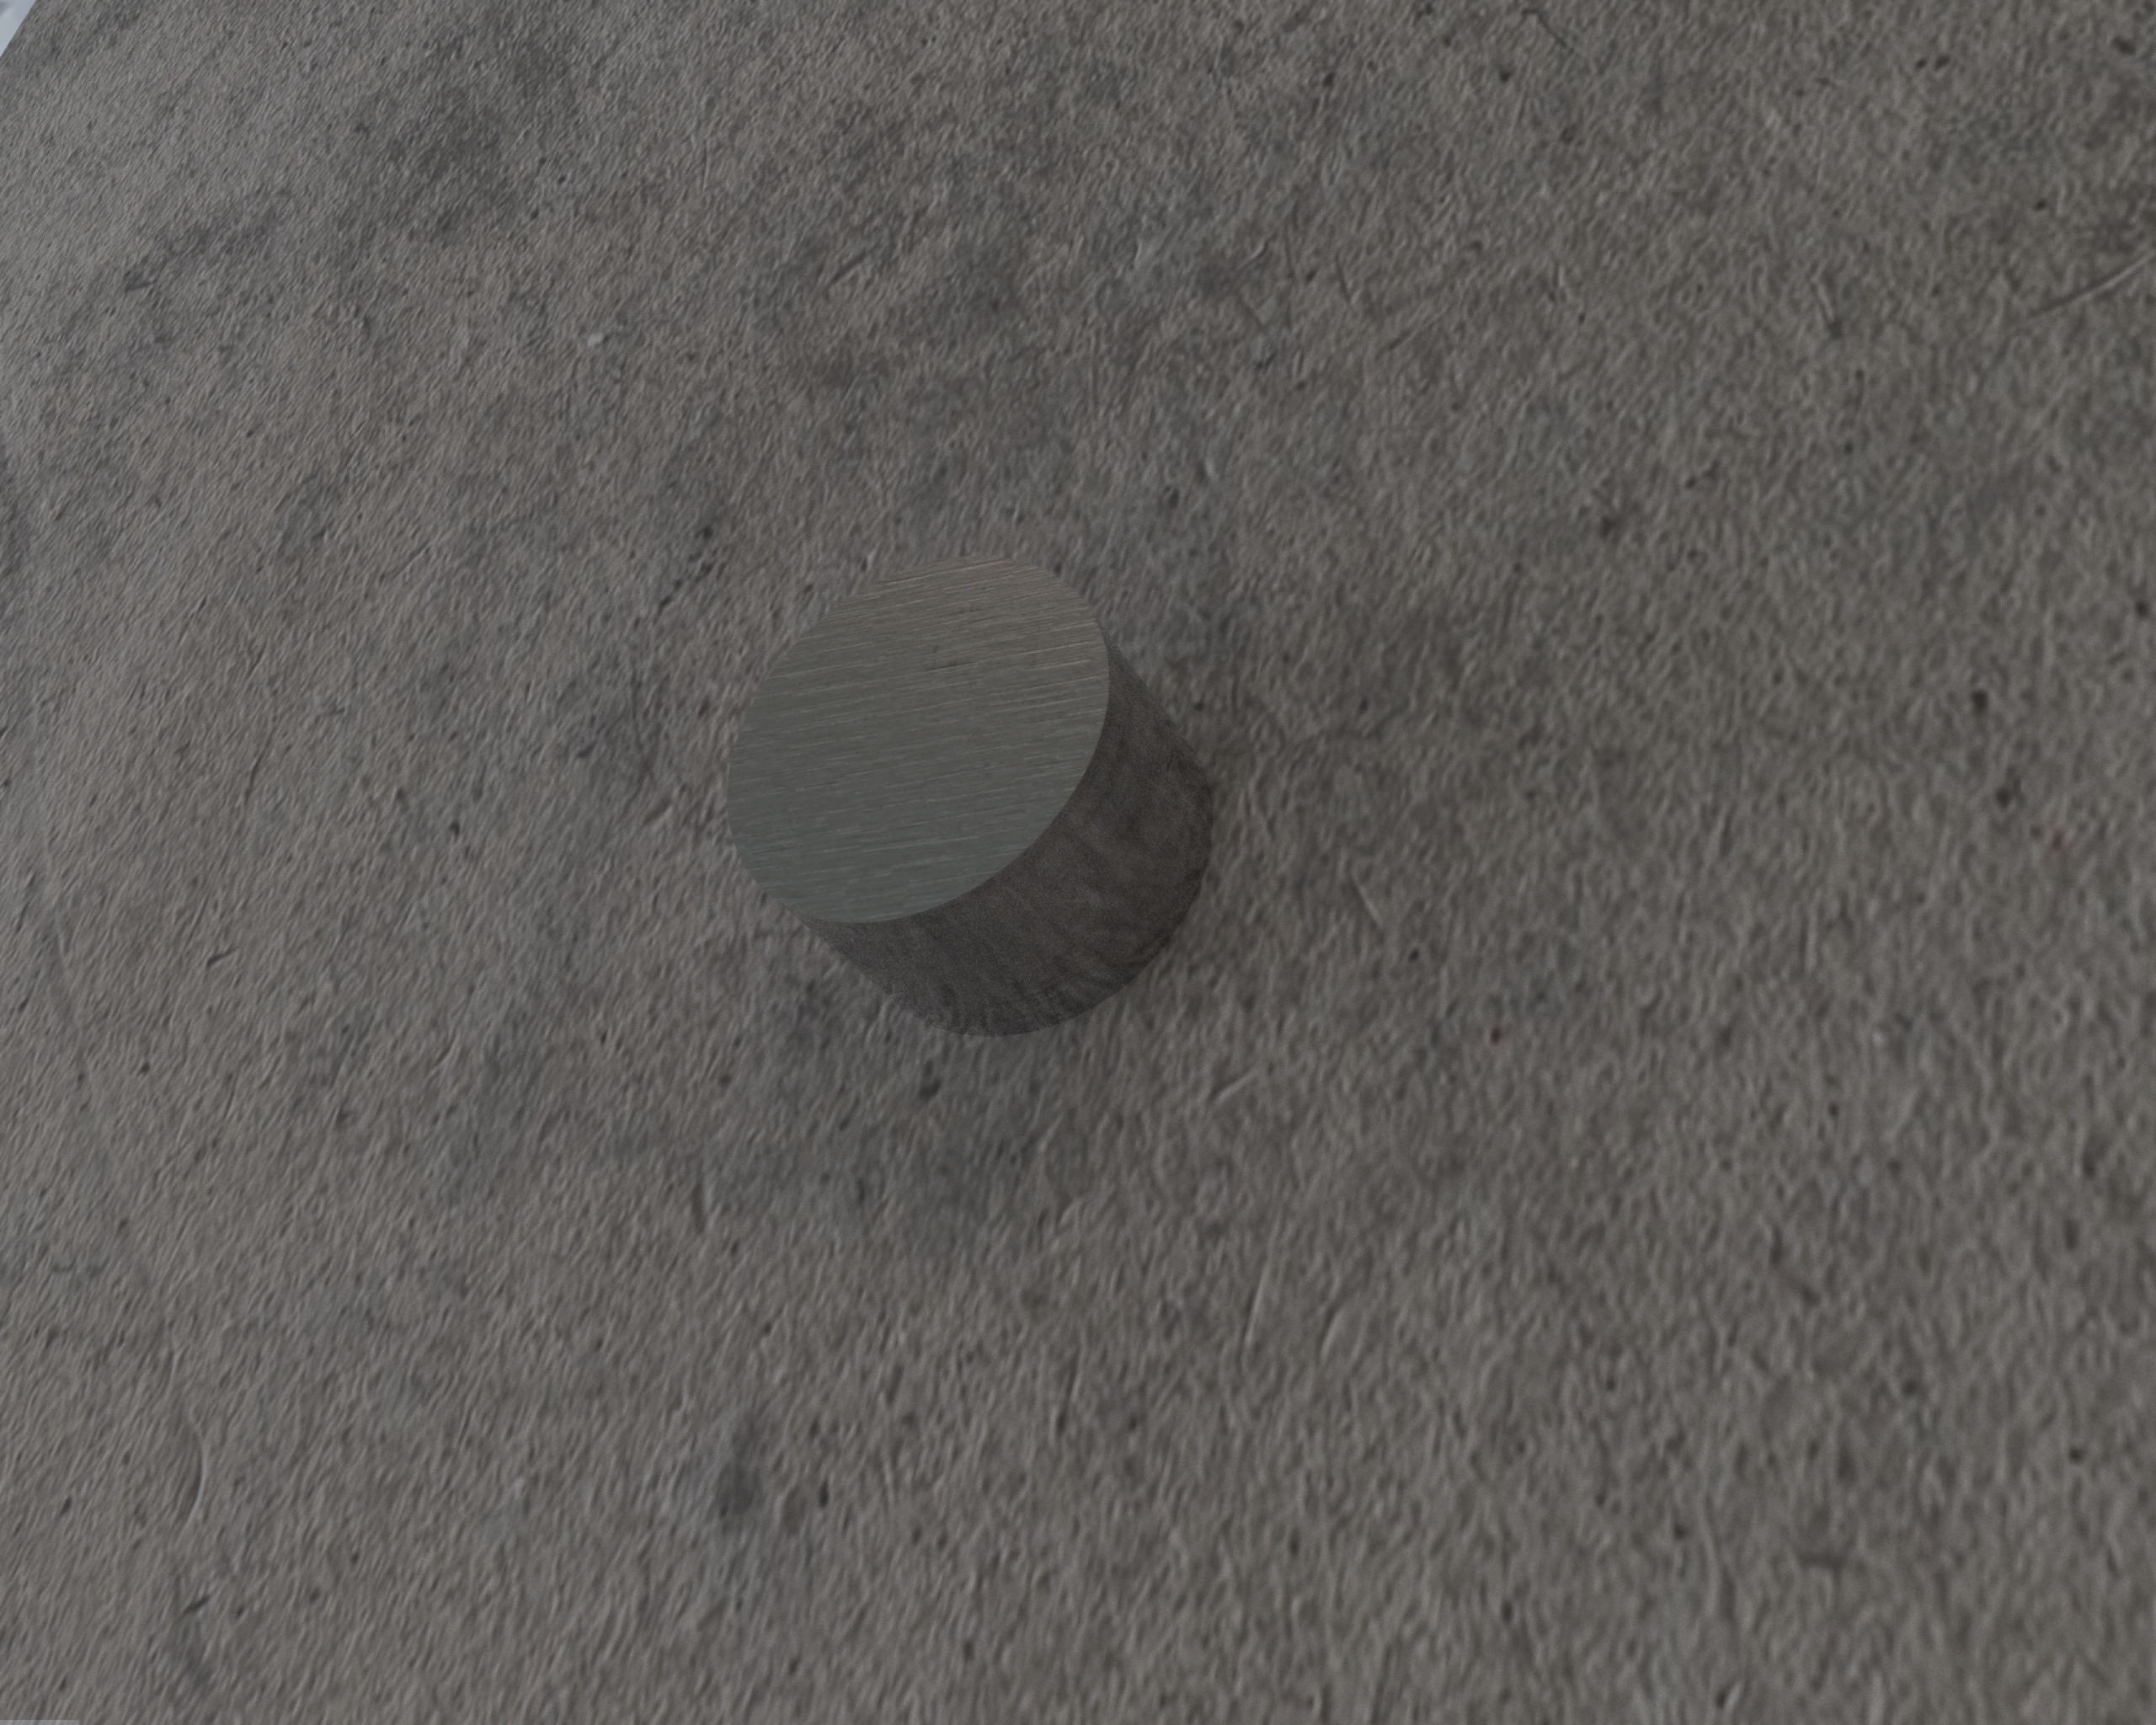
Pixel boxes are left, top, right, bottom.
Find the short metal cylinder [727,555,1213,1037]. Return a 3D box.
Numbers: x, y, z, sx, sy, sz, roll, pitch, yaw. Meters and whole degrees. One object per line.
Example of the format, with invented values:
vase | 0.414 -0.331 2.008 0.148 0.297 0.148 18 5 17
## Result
short metal cylinder | -0.020 -0.013 0.407 0.080 0.050 0.080 -13 56 21
